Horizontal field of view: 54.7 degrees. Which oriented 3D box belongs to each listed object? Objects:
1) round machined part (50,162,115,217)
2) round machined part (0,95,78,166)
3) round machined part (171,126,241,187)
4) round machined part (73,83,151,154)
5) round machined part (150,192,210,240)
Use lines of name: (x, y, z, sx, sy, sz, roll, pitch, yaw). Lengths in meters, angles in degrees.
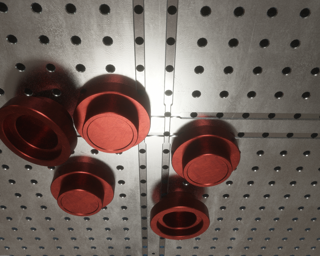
round machined part: (-0.122, 0.102, 0.486, 0.099, 0.042, 0.097, -1, 130, 0)
round machined part: (-0.149, -0.001, 0.388, 0.098, 0.042, 0.097, 9, 131, 10)
round machined part: (0.066, 0.047, 0.442, 0.099, 0.042, 0.097, -1, 130, 0)
round machined part: (-0.061, -0.005, 0.395, 0.099, 0.042, 0.097, -1, 130, 0)
round machined part: (0.033, 0.145, 0.525, 0.099, 0.042, 0.097, -1, 130, 0)
